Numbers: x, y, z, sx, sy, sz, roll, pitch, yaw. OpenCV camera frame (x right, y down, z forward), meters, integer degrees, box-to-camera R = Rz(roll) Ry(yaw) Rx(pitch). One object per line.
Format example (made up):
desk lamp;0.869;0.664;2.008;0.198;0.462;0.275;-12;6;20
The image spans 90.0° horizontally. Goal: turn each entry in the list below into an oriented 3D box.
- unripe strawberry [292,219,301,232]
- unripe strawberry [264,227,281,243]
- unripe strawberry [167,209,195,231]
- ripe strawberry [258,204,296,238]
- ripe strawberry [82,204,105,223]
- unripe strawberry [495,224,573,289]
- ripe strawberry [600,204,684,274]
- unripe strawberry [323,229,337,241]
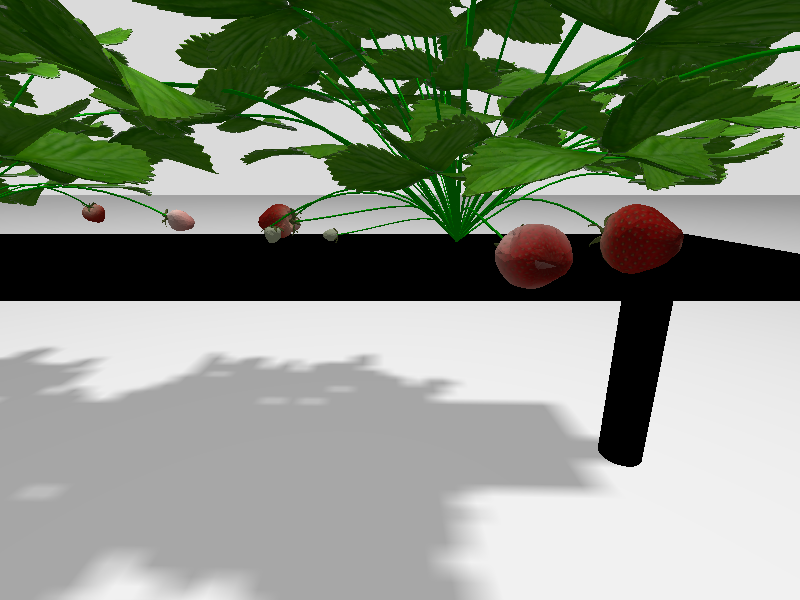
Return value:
unripe strawberry;-0.111;-0.077;0.408;0.017;0.017;0.019;38;25;8
unripe strawberry;-0.107;-0.055;0.337;0.014;0.014;0.013;7;15;-6
unripe strawberry;-0.226;-0.082;0.414;0.025;0.022;0.025;12;10;-25
ripe strawberry;-0.112;-0.072;0.364;0.031;0.030;0.034;1;16;7
ripe strawberry;-0.393;-0.111;0.517;0.025;0.021;0.025;1;-33;2
unripe strawberry;0.061;-0.019;0.181;0.034;0.030;0.031;-1;17;-4
ripe strawberry;0.137;-0.034;0.227;0.037;0.039;0.040;-11;20;-34
unripe strawberry;-0.060;-0.056;0.346;0.012;0.010;0.012;-1;16;-1
